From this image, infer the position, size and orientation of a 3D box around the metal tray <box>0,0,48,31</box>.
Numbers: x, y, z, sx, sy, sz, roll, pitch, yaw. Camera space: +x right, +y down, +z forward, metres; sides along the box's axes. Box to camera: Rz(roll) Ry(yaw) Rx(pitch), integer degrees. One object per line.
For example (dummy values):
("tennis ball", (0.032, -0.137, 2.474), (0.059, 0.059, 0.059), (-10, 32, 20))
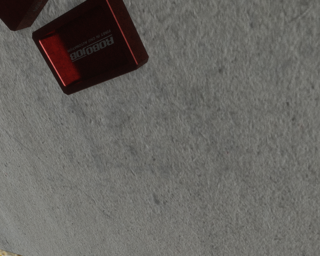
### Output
("metal tray", (-0.172, -0.193, 0.373), (0.130, 0.030, 0.090), (-32, 101, 38))

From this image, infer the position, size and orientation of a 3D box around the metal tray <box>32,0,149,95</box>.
("metal tray", (-0.089, -0.101, 0.386), (0.130, 0.030, 0.090), (-13, 112, 33))
